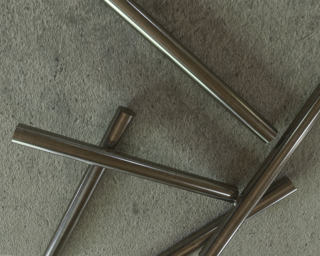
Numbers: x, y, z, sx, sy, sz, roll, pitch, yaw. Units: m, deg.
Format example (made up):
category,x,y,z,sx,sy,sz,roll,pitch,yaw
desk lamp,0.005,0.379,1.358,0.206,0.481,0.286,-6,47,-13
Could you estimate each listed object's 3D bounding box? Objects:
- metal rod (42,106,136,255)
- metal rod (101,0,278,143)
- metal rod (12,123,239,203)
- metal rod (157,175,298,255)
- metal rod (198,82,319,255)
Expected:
category,x,y,z,sx,sy,sz,roll,pitch,yaw
metal rod,-0.113,0.102,0.446,0.025,0.025,0.298,27,108,-10
metal rod,0.033,-0.081,0.380,0.301,0.025,0.025,39,106,-13
metal rod,-0.032,0.051,0.406,0.302,0.025,0.025,18,109,-16
metal rod,0.069,0.164,0.470,0.300,0.025,0.025,-36,106,12
metal rod,0.143,0.064,0.418,0.025,0.025,0.299,29,101,-10
